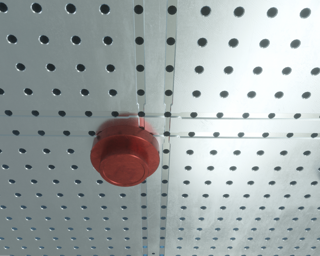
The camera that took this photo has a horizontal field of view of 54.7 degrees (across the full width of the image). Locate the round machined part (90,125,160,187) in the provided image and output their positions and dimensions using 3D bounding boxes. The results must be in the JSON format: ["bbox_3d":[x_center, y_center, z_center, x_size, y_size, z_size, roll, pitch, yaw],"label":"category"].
[{"bbox_3d":[-0.049,0.046,0.439,0.099,0.042,0.097,-1,130,0],"label":"round machined part"}]
